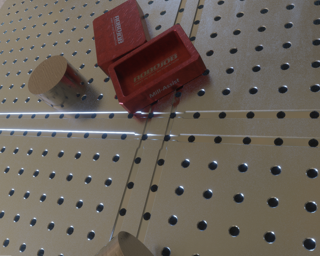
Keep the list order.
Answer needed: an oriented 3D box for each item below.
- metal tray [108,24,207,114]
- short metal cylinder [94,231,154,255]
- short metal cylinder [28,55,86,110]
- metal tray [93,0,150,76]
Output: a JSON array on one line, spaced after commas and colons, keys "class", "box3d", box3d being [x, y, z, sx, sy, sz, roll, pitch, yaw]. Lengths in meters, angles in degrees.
[{"class": "metal tray", "box3d": [-0.008, -0.089, 0.463, 0.130, 0.030, 0.090, -29, 52, 9]}, {"class": "short metal cylinder", "box3d": [-0.031, 0.148, 0.298, 0.050, 0.080, 0.080, -43, 51, -1]}, {"class": "short metal cylinder", "box3d": [-0.176, -0.077, 0.532, 0.080, 0.050, 0.080, -13, 56, 21]}, {"class": "metal tray", "box3d": [-0.067, -0.160, 0.539, 0.090, 0.030, 0.130, -24, 53, 13]}]
